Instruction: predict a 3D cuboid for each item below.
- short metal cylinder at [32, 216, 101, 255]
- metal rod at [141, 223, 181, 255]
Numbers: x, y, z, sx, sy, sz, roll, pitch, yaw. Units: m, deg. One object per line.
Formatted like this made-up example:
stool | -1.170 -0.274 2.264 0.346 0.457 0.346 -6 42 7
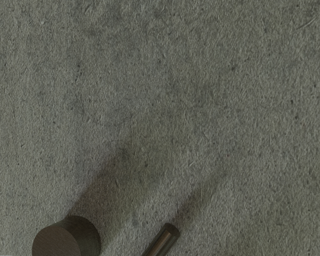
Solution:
short metal cylinder | -0.132 0.172 0.442 0.080 0.050 0.079 0 90 20
metal rod | -0.066 0.254 0.432 0.025 0.025 0.299 37 102 16
